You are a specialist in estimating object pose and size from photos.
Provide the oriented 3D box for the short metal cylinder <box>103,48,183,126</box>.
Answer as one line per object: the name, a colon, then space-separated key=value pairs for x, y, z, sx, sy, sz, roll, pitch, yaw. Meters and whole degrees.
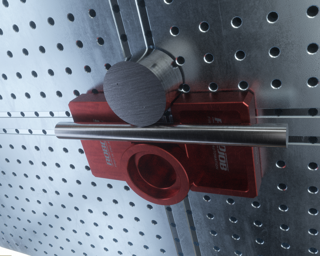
short metal cylinder: x=-0.019 y=-0.049 z=0.370 sx=0.080 sy=0.050 sz=0.079 roll=13 pitch=124 yaw=21

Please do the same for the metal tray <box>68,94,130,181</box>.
metal tray: x=-0.071 y=0.015 z=0.448 sx=0.090 sy=0.030 sz=0.129 roll=3 pitch=120 yaw=27

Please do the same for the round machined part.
round machined part: x=0.000 y=0.053 z=0.416 sx=0.098 sy=0.042 sz=0.097 roll=13 pitch=124 yaw=21

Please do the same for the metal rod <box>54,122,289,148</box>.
metal rod: x=-0.008 y=0.006 z=0.374 sx=0.300 sy=0.025 sz=0.025 roll=1 pitch=119 yaw=27

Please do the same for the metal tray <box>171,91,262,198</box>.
metal tray: x=0.071 y=0.022 z=0.379 sx=0.090 sy=0.030 sz=0.129 roll=1 pitch=119 yaw=27
